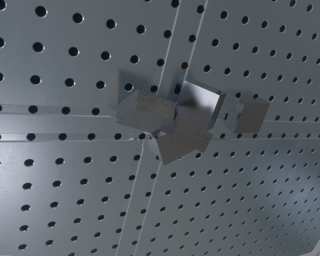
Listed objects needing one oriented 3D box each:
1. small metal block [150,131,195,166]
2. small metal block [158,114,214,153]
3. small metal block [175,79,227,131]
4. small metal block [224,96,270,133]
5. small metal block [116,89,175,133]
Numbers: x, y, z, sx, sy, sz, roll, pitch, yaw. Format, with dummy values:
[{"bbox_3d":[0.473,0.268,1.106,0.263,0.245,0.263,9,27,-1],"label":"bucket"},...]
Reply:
[{"bbox_3d":[0.017,0.017,0.430,0.050,0.025,0.050,-26,128,-12],"label":"small metal block"},{"bbox_3d":[0.029,0.004,0.382,0.050,0.050,0.025,28,90,-25],"label":"small metal block"},{"bbox_3d":[0.051,-0.030,0.399,0.025,0.050,0.050,-22,135,-56],"label":"small metal block"},{"bbox_3d":[0.132,-0.020,0.470,0.050,0.025,0.050,-1,119,-28],"label":"small metal block"},{"bbox_3d":[-0.018,-0.018,0.369,0.050,0.050,0.025,17,65,-30],"label":"small metal block"}]
